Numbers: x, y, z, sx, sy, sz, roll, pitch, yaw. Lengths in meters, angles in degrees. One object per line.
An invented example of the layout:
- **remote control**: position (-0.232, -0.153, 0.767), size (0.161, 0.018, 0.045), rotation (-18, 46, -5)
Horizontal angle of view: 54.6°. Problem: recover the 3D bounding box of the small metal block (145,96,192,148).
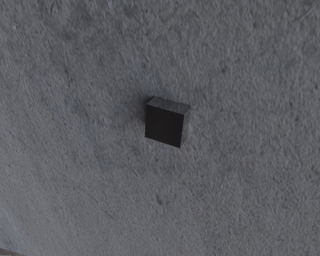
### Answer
- **small metal block**: position (0.010, -0.008, 0.397), size (0.050, 0.025, 0.050), rotation (17, 125, 18)
